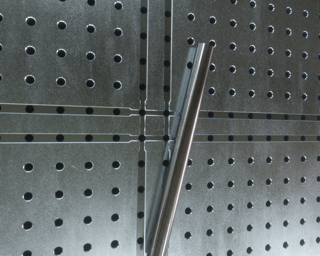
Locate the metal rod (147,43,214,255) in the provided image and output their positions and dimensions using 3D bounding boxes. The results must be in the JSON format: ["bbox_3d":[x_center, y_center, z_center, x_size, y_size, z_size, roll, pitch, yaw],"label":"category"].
[{"bbox_3d":[0.029,0.030,0.424,0.025,0.025,0.298,16,85,-20],"label":"metal rod"}]
